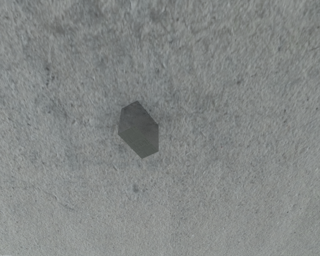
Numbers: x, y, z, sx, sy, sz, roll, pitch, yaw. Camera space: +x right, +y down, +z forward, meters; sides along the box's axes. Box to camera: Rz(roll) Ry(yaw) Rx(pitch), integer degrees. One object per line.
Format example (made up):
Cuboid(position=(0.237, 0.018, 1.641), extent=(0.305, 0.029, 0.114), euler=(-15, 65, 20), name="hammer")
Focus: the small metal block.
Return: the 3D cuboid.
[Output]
Cuboid(position=(-0.026, 0.002, 0.392), extent=(0.025, 0.050, 0.050), euler=(-26, 126, 20), name="small metal block")
